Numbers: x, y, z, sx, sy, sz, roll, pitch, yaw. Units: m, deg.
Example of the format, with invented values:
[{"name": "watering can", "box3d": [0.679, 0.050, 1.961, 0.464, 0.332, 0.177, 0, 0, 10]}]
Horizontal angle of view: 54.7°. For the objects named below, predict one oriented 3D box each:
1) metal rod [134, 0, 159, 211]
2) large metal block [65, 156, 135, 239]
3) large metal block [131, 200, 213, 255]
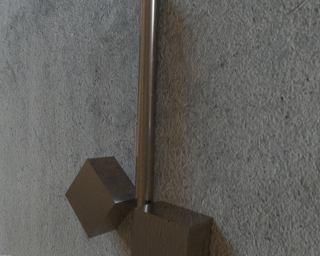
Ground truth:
[{"name": "metal rod", "box3d": [-0.018, -0.035, 0.417, 0.025, 0.025, 0.298, 3, 92, 39]}, {"name": "large metal block", "box3d": [-0.086, 0.100, 0.457, 0.080, 0.050, 0.080, 50, 119, 28]}, {"name": "large metal block", "box3d": [0.013, 0.142, 0.376, 0.080, 0.050, 0.079, 8, 95, 39]}]
